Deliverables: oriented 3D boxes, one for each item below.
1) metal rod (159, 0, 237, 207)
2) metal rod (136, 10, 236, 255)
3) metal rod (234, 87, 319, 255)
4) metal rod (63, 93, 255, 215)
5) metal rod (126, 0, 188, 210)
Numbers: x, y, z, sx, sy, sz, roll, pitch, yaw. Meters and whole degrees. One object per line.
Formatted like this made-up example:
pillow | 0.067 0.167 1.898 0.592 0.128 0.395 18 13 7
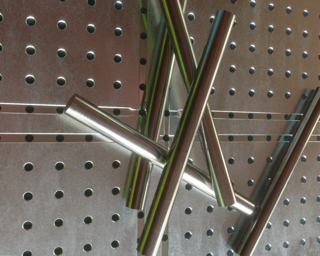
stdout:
metal rod | 0.046 -0.044 0.398 0.025 0.025 0.298 -18 93 -20
metal rod | 0.032 0.004 0.370 0.025 0.025 0.299 20 87 -19
metal rod | 0.197 0.064 0.487 0.025 0.025 0.300 35 79 -17
metal rod | 0.017 0.046 0.397 0.301 0.025 0.025 33 79 -26
metal rod | -0.002 -0.043 0.412 0.025 0.025 0.298 13 86 -20
